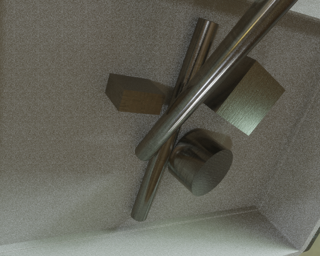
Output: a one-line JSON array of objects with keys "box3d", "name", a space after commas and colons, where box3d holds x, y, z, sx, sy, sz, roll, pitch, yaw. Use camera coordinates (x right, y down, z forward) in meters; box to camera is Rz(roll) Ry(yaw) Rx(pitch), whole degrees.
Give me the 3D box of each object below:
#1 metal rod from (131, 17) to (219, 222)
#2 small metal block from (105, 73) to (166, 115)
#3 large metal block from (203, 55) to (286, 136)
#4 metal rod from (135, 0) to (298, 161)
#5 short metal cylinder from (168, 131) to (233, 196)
[{"box3d": [0.012, 0.005, 0.419, 0.025, 0.025, 0.298, 5, 116, -31], "name": "metal rod"}, {"box3d": [-0.029, -0.039, 0.354, 0.050, 0.050, 0.025, 4, 117, -31], "name": "small metal block"}, {"box3d": [0.111, -0.047, 0.426, 0.080, 0.050, 0.080, 29, 102, -38], "name": "large metal block"}, {"box3d": [0.044, -0.044, 0.314, 0.025, 0.025, 0.298, 3, 147, -30], "name": "metal rod"}, {"box3d": [0.058, 0.051, 0.445, 0.081, 0.050, 0.079, -27, 137, -28], "name": "short metal cylinder"}]
